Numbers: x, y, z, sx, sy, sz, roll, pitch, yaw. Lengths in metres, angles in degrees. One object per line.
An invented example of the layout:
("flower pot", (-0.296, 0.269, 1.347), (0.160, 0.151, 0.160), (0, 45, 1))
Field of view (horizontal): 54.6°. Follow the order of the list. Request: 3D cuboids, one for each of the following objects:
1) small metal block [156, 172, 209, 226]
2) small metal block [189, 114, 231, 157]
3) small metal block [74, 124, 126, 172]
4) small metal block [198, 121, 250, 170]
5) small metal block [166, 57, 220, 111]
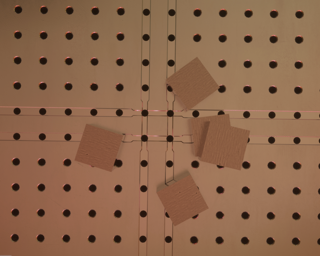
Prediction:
("small metal block", (0.029, 0.094, 0.414), (0.050, 0.025, 0.050), (-28, 90, 0))
("small metal block", (0.068, 0.009, 0.414), (0.050, 0.025, 0.050), (-7, 90, 0))
("small metal block", (-0.079, 0.026, 0.413), (0.050, 0.025, 0.050), (18, 90, 0))
("small metal block", (0.079, 0.022, 0.389), (0.050, 0.025, 0.050), (13, 90, 0))
("small metal block", (0.043, -0.058, 0.414), (0.050, 0.025, 0.050), (-36, 90, 0))
